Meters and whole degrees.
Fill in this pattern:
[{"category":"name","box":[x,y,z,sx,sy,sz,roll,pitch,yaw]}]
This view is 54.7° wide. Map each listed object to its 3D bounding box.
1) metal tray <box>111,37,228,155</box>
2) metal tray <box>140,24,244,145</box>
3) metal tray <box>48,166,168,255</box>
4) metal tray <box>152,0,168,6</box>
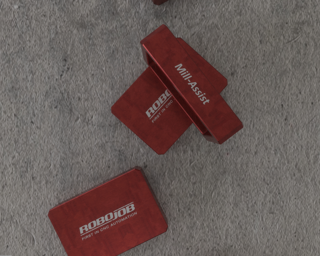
[{"category":"metal tray","box":[0.012,-0.041,0.407,0.090,0.030,0.130,42,90,0]},{"category":"metal tray","box":[0.032,-0.043,0.346,0.030,0.090,0.130,-38,90,0]},{"category":"metal tray","box":[-0.066,0.118,0.407,0.131,0.030,0.090,-26,90,0]},{"category":"metal tray","box":[0.003,-0.242,0.407,0.090,0.030,0.130,-28,90,0]}]
